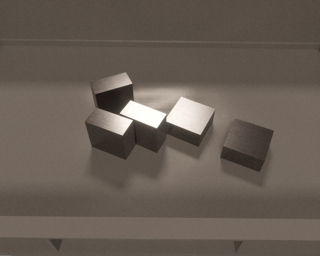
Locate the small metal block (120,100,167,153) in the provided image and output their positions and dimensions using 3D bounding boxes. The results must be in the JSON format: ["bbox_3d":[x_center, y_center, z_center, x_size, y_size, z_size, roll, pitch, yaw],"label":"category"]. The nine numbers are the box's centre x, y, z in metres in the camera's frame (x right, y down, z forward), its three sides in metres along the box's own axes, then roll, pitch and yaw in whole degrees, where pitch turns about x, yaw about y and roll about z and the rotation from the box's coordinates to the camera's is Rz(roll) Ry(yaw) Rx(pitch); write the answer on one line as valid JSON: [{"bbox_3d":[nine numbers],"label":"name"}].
[{"bbox_3d":[-0.020,-0.001,0.390,0.050,0.050,0.025,22,53,17],"label":"small metal block"}]

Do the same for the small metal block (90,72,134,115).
[{"bbox_3d":[-0.064,-0.043,0.424,0.050,0.050,0.025,-19,53,-16],"label":"small metal block"}]

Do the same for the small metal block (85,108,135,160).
[{"bbox_3d":[-0.060,0.008,0.382,0.050,0.050,0.025,19,53,15],"label":"small metal block"}]

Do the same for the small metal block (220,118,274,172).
[{"bbox_3d":[0.109,0.020,0.389,0.050,0.025,0.050,20,53,15],"label":"small metal block"}]

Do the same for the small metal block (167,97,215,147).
[{"bbox_3d":[0.040,-0.009,0.413,0.050,0.025,0.050,22,53,17],"label":"small metal block"}]
